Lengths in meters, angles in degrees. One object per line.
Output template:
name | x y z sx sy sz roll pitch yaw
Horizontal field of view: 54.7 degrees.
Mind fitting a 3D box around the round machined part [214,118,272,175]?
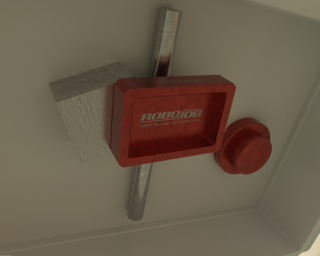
round machined part | 0.139 0.036 0.499 0.099 0.042 0.097 -14 125 -21

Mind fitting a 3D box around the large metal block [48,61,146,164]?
large metal block | -0.067 -0.018 0.346 0.081 0.050 0.080 -22 127 -16

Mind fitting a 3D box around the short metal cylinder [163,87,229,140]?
short metal cylinder | 0.043 -0.013 0.410 0.081 0.050 0.079 -14 125 -21

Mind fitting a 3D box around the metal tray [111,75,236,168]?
metal tray | 0.015 -0.010 0.343 0.131 0.030 0.089 -7 122 -26

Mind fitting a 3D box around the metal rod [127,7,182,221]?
metal rod | -0.013 0.002 0.404 0.025 0.025 0.298 -4 120 -27
